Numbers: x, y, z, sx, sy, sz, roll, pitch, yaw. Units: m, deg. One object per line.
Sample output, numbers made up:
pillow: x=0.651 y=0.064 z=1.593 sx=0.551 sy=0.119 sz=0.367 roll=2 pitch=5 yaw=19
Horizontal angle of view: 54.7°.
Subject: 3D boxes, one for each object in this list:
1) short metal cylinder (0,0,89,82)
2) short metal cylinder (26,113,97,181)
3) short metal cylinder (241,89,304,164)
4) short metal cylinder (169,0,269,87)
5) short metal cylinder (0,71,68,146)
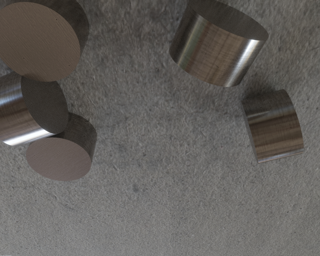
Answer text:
short metal cylinder: x=-0.116 y=-0.094 z=0.309 sx=0.081 sy=0.050 sz=0.079 roll=0 pitch=130 yaw=0
short metal cylinder: x=-0.128 y=0.025 z=0.411 sx=0.081 sy=0.050 sz=0.079 roll=0 pitch=130 yaw=0
short metal cylinder: x=0.132 y=-0.001 z=0.372 sx=0.050 sy=0.080 sz=0.080 roll=-16 pitch=129 yaw=12
short metal cylinder: x=0.055 y=-0.084 z=0.300 sx=0.081 sy=0.080 sz=0.050 roll=15 pitch=128 yaw=-13
short metal cylinder: x=-0.148 y=-0.025 z=0.348 sx=0.050 sy=0.080 sz=0.080 roll=-17 pitch=128 yaw=13
